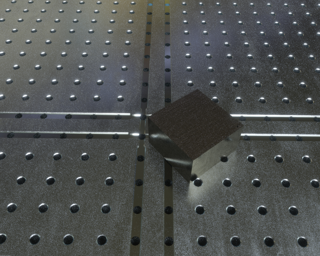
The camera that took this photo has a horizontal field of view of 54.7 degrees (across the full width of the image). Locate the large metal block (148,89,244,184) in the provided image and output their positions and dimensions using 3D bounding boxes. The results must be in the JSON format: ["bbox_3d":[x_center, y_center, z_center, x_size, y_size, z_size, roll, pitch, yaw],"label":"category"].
[{"bbox_3d":[0.042,0.008,0.385,0.081,0.050,0.080,-31,57,-24],"label":"large metal block"}]
